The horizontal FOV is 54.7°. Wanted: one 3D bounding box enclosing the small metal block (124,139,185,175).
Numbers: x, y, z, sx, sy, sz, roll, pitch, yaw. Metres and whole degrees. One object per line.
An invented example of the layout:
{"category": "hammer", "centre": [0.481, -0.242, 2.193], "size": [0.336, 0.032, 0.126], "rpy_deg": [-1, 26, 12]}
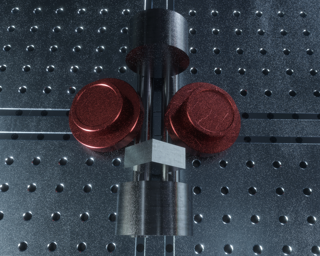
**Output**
{"category": "small metal block", "centre": [-0.006, 0.035, 0.361], "size": [0.050, 0.050, 0.025], "rpy_deg": [18, 64, -38]}

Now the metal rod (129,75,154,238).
{"category": "metal rod", "centre": [-0.021, -0.012, 0.415], "size": [0.025, 0.025, 0.299], "rpy_deg": [1, 70, 0]}

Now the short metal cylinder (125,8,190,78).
{"category": "short metal cylinder", "centre": [-0.003, -0.106, 0.398], "size": [0.080, 0.080, 0.050], "rpy_deg": [1, 70, 0]}

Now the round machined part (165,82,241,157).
{"category": "round machined part", "centre": [0.059, -0.015, 0.394], "size": [0.099, 0.042, 0.098], "rpy_deg": [5, 70, -14]}

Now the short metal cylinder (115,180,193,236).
{"category": "short metal cylinder", "centre": [-0.006, 0.087, 0.327], "size": [0.080, 0.080, 0.050], "rpy_deg": [1, 70, 0]}

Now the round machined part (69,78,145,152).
{"category": "round machined part", "centre": [-0.073, -0.021, 0.397], "size": [0.098, 0.042, 0.098], "rpy_deg": [-5, 69, 13]}

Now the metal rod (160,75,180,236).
{"category": "metal rod", "centre": [0.014, -0.013, 0.416], "size": [0.025, 0.025, 0.299], "rpy_deg": [1, 70, 0]}
